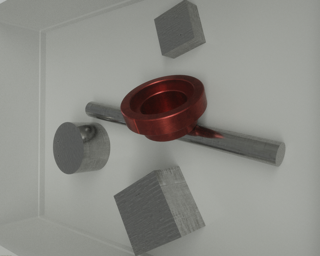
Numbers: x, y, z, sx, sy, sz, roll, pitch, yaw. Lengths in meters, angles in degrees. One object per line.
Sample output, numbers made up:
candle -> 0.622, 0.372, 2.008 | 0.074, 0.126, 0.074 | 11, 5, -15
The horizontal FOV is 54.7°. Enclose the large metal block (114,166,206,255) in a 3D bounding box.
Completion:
large metal block -> -0.003, 0.104, 0.391 | 0.080, 0.050, 0.080 | -37, 68, 33

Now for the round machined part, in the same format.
round machined part -> 0.007, -0.020, 0.364 | 0.098, 0.098, 0.042 | 14, 135, 39

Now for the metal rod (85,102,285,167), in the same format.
metal rod -> 0.005, -0.002, 0.400 | 0.300, 0.025, 0.025 | 14, 99, 38

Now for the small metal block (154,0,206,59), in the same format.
small metal block -> 0.024, -0.121, 0.385 | 0.050, 0.025, 0.050 | -19, 78, 38

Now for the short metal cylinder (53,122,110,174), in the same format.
short metal cylinder -> -0.125, 0.031, 0.491 | 0.080, 0.050, 0.079 | 0, 90, 39
